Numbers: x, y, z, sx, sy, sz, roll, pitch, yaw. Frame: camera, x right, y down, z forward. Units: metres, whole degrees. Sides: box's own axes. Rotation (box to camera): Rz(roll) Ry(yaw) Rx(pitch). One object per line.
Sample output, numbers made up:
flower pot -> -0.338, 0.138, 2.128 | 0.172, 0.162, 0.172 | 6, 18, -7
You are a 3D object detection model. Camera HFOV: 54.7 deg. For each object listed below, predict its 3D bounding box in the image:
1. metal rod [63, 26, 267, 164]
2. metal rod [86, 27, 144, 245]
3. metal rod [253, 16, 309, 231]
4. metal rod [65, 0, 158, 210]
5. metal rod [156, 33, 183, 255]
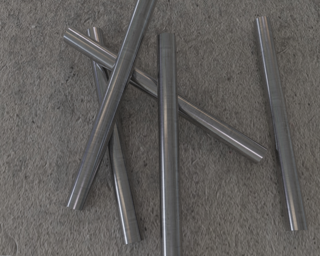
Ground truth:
metal rod -> 0.003, -0.045, 0.408 | 0.301, 0.025, 0.025 | 33, 73, 5
metal rod -> -0.064, -0.004, 0.409 | 0.025, 0.025, 0.299 | -12, 70, -4
metal rod -> 0.158, -0.020, 0.416 | 0.025, 0.025, 0.299 | -1, 70, -1
metal rod -> -0.055, -0.046, 0.384 | 0.025, 0.025, 0.299 | 18, 86, 6
metal rod -> 0.011, 0.032, 0.368 | 0.025, 0.025, 0.298 | -1, 80, -1
